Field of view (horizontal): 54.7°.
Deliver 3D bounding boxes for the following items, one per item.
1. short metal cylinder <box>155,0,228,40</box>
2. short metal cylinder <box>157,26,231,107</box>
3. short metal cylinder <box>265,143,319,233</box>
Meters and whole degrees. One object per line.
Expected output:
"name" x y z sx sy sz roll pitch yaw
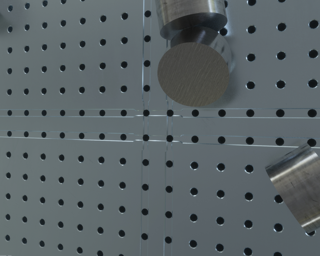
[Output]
"short metal cylinder" 0.036 -0.143 0.370 0.080 0.080 0.050 -10 85 20
"short metal cylinder" 0.042 -0.072 0.364 0.080 0.050 0.079 8 128 10
"short metal cylinder" 0.156 0.062 0.328 0.050 0.080 0.080 -35 79 17
